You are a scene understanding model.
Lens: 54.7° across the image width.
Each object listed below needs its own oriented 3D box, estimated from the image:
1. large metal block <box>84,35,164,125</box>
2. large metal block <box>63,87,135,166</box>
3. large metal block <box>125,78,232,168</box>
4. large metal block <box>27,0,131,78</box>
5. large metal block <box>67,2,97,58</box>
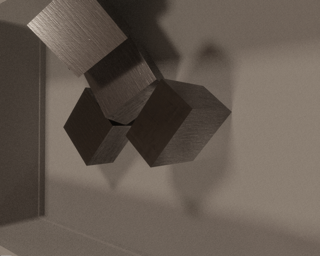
[{"bbox_3d":[-0.044,-0.063,0.410,0.080,0.050,0.080,-35,67,14],"label":"large metal block"},{"bbox_3d":[-0.090,-0.002,0.462,0.080,0.050,0.080,51,120,27],"label":"large metal block"},{"bbox_3d":[0.022,-0.005,0.352,0.050,0.081,0.080,49,119,28],"label":"large metal block"},{"bbox_3d":[-0.093,-0.122,0.373,0.080,0.080,0.050,-34,25,18],"label":"large metal block"},{"bbox_3d":[-0.124,-0.137,0.452,0.080,0.050,0.080,3,129,58],"label":"large metal block"}]
